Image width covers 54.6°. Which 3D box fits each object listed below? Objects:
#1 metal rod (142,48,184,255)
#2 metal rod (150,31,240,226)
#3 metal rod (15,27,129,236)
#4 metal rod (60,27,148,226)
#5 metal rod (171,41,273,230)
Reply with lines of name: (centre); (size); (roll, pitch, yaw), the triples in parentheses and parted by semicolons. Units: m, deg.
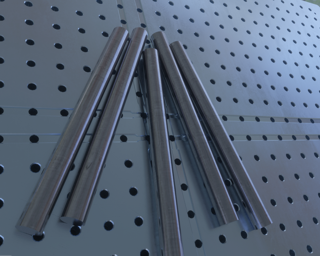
metal rod: (0.000, 0.018, 0.397); (0.025, 0.025, 0.299); (8, 58, -24)
metal rod: (0.041, -0.014, 0.438); (0.025, 0.025, 0.299); (-5, 64, -30)
metal rod: (-0.089, -0.023, 0.373); (0.025, 0.025, 0.300); (25, 53, -13)
metal rod: (-0.059, -0.027, 0.393); (0.025, 0.025, 0.300); (23, 53, -14)
metal rod: (0.079, -0.002, 0.451); (0.025, 0.025, 0.299); (-10, 67, -32)
